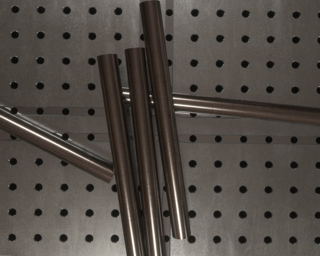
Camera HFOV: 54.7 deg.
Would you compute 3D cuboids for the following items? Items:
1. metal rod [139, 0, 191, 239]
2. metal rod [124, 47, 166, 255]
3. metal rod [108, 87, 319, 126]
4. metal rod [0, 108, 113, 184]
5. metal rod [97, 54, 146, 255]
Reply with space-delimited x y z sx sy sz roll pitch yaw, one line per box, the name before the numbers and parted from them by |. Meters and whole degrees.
metal rod | 0.008 -0.003 0.392 0.025 0.025 0.298 -8 99 0
metal rod | -0.016 0.051 0.397 0.025 0.025 0.298 -6 97 0
metal rod | 0.077 -0.029 0.414 0.302 0.025 0.025 6 90 -1
metal rod | -0.196 -0.005 0.410 0.301 0.025 0.025 27 90 -1
metal rod | -0.046 0.058 0.397 0.025 0.025 0.298 -8 96 0
